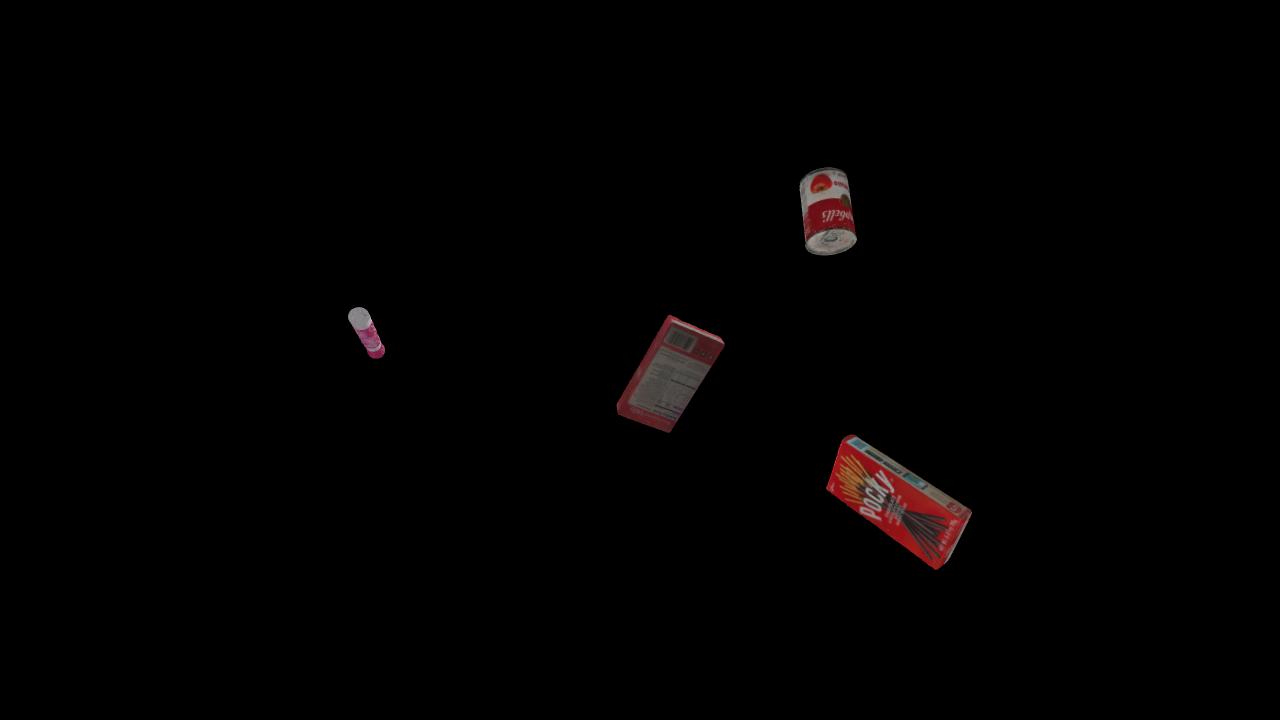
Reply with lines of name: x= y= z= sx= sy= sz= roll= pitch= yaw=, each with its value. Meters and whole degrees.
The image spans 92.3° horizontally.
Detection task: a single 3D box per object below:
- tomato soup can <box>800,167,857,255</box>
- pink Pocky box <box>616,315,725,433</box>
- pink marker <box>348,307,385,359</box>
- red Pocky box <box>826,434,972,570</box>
tomato soup can: x=0.259 y=-0.205 z=0.851 sx=0.068 sy=0.101 sz=0.068 roll=0 pitch=-21 yaw=0
pink Pocky box: x=0.039 y=0.022 z=0.830 sx=0.084 sy=0.155 sz=0.029 roll=22 pitch=23 yaw=-19
pink marker: x=-0.280 y=-0.025 z=0.634 sx=0.020 sy=0.020 sz=0.121 roll=0 pitch=-16 yaw=-15
red Pocky box: x=0.290 y=0.160 z=0.708 sx=0.028 sy=0.083 sz=0.155 roll=-20 pitch=39 yaw=-32
